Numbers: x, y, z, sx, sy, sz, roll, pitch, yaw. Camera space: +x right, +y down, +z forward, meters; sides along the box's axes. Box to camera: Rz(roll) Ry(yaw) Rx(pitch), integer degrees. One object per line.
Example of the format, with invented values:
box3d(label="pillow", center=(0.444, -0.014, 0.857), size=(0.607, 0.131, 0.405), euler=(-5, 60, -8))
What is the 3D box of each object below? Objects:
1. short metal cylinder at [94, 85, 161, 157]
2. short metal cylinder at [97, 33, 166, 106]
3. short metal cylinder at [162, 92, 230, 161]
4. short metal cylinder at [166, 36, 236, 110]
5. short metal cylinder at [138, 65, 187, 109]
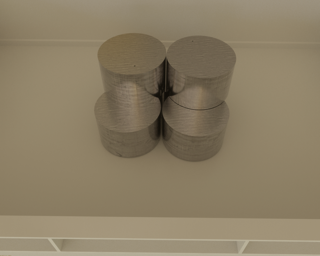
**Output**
box3d(label="short metal cylinder", center=(-0.039, -0.010, 0.394), size=(0.080, 0.050, 0.080), euler=(0, 50, 0))
box3d(label="short metal cylinder", center=(-0.033, -0.073, 0.383), size=(0.080, 0.050, 0.080), euler=(0, 50, 0))
box3d(label="short metal cylinder", center=(0.043, -0.005, 0.391), size=(0.080, 0.050, 0.080), euler=(0, 50, 0))
box3d(label="short metal cylinder", center=(0.048, -0.068, 0.378), size=(0.080, 0.050, 0.080), euler=(0, 50, 0))
box3d(label="short metal cylinder", center=(0.006, -0.061, 0.438), size=(0.080, 0.050, 0.080), euler=(0, 50, 0))
